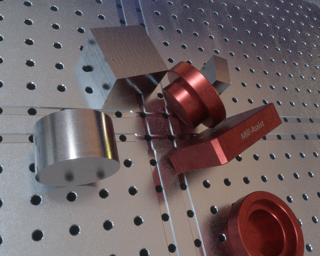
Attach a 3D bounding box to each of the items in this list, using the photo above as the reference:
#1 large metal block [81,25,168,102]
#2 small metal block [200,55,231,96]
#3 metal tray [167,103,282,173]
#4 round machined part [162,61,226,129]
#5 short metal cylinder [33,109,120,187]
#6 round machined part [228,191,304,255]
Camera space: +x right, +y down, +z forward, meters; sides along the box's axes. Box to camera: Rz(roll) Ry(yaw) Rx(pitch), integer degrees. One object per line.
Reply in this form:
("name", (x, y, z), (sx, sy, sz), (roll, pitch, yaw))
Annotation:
("large metal block", (-0.049, -0.090, 0.420), (0.081, 0.050, 0.080), (-18, 71, -35))
("small metal block", (0.082, -0.076, 0.483), (0.025, 0.050, 0.050), (13, 56, -21))
("metal tray", (0.084, 0.012, 0.401), (0.131, 0.090, 0.030), (-27, 93, -37))
("round machined part", (0.040, -0.037, 0.415), (0.042, 0.098, 0.098), (-38, 82, -6))
("short metal cylinder", (-0.084, 0.022, 0.314), (0.081, 0.080, 0.050), (0, 62, -28))
("round machined part", (0.125, 0.132, 0.384), (0.099, 0.042, 0.098), (14, 56, -21))
